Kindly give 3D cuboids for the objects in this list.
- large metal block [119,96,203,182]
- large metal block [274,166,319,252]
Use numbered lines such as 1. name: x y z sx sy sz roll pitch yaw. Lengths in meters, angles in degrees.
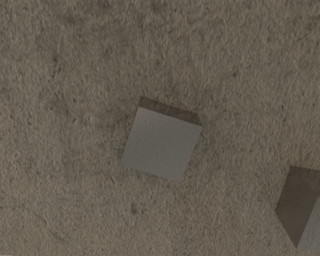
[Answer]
1. large metal block: 0.000 0.014 0.402 0.080 0.050 0.079 18 109 -7
2. large metal block: 0.207 0.109 0.424 0.050 0.080 0.079 9 110 -4
